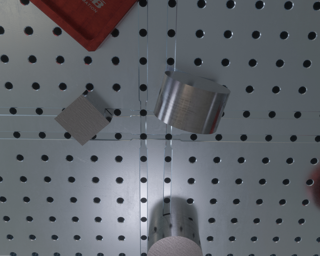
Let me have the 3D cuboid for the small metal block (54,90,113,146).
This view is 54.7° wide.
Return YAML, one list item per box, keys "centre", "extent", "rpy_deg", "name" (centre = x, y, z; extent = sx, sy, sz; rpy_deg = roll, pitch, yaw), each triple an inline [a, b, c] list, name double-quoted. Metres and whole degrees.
- centre: [-0.100, -0.013, 0.407]
  extent: [0.050, 0.025, 0.050]
  rpy_deg: [-39, 106, 13]
  name: "small metal block"

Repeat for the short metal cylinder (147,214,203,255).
- centre: [0.021, 0.178, 0.466]
  extent: [0.081, 0.050, 0.079]
  rpy_deg: [0, 110, 0]
  name: "short metal cylinder"

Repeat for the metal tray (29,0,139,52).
- centre: [-0.097, -0.163, 0.349]
  extent: [0.130, 0.030, 0.090]
  rpy_deg: [40, 105, -14]
  name: "metal tray"

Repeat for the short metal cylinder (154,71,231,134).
- centre: [0.038, -0.032, 0.373]
  extent: [0.080, 0.080, 0.050]
  rpy_deg: [14, 110, -6]
  name: "short metal cylinder"
